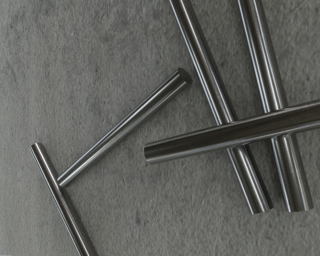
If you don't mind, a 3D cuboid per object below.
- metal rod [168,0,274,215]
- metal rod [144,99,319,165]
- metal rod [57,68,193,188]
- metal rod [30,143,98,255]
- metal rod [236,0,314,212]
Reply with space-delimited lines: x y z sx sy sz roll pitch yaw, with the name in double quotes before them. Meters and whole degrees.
"metal rod" 0.059 -0.052 0.354 0.025 0.025 0.299 -29 72 36
"metal rod" 0.116 -0.006 0.277 0.300 0.025 0.025 -16 80 29
"metal rod" -0.068 0.014 0.458 0.299 0.025 0.025 -38 67 33
"metal rod" -0.159 0.145 0.532 0.025 0.025 0.300 -51 60 27
"metal rod" 0.106 -0.068 0.316 0.025 0.025 0.298 -17 79 38
